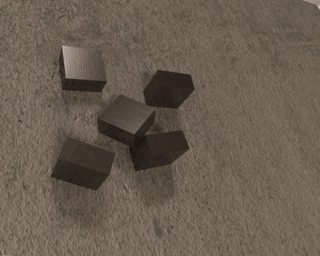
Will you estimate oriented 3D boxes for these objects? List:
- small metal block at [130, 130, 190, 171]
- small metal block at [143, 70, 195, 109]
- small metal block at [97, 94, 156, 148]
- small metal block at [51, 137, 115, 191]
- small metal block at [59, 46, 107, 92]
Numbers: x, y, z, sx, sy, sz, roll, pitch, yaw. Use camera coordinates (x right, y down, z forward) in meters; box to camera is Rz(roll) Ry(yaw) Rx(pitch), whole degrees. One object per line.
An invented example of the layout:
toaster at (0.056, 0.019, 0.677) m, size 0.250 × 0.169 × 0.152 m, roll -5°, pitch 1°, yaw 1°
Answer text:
small metal block at (-0.001, 0.027, 0.372) m, size 0.050 × 0.050 × 0.025 m, roll -7°, pitch 66°, yaw -32°
small metal block at (0.011, -0.052, 0.427) m, size 0.050 × 0.050 × 0.025 m, roll 3°, pitch 61°, yaw -27°
small metal block at (-0.040, -0.009, 0.378) m, size 0.050 × 0.025 × 0.050 m, roll 23°, pitch 49°, yaw 16°
small metal block at (-0.081, 0.039, 0.322) m, size 0.050 × 0.050 × 0.025 m, roll 21°, pitch 54°, yaw -16°
small metal block at (-0.100, -0.075, 0.397) m, size 0.050 × 0.025 × 0.050 m, roll 0°, pitch 62°, yaw -29°
